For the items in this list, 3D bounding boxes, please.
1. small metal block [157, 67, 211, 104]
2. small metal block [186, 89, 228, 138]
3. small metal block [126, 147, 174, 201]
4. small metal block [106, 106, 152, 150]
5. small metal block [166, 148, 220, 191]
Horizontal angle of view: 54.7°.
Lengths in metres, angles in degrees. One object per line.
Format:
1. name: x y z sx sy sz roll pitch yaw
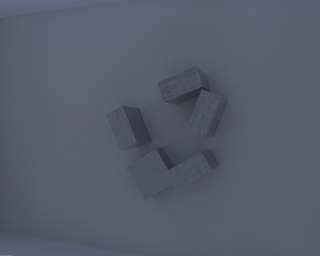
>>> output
1. small metal block: 0.031 -0.051 0.386 0.050 0.050 0.025 -20 84 19
2. small metal block: 0.059 -0.017 0.376 0.025 0.050 0.050 23 98 18
3. small metal block: -0.008 0.061 0.413 0.050 0.025 0.050 -34 79 16
4. small metal block: -0.040 0.000 0.411 0.025 0.050 0.050 -25 82 18
5. small metal block: 0.042 0.050 0.382 0.050 0.050 0.025 -33 80 17
